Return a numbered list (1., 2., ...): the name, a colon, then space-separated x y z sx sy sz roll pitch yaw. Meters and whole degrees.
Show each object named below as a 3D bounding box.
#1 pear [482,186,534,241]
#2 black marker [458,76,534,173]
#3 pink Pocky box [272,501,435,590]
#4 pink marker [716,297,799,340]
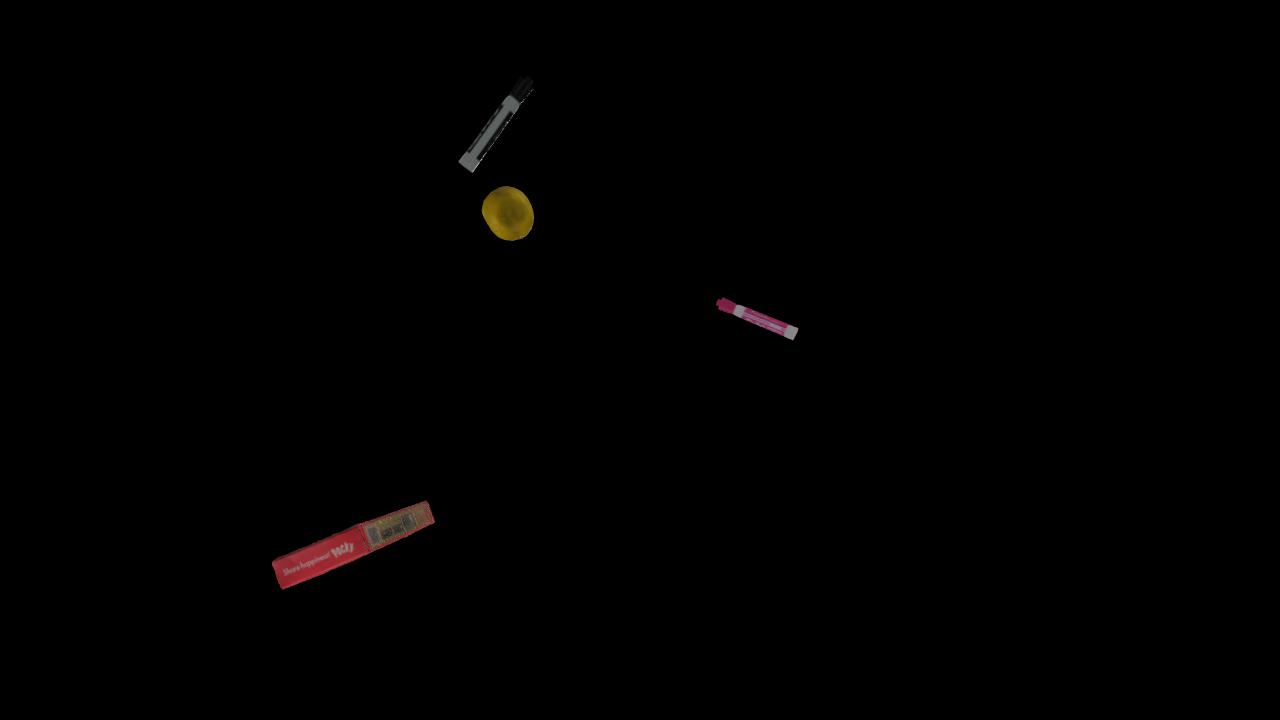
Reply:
1. pear: -0.208 -0.224 0.943 0.080 0.080 0.111 0 12 -31
2. black marker: -0.158 -0.262 0.680 0.020 0.121 0.020 38 3 -3
3. pink Pocky box: -0.269 0.174 0.597 0.084 0.029 0.155 -23 -6 0
4. pink marker: 0.165 -0.060 0.874 0.121 0.020 0.020 24 6 14
